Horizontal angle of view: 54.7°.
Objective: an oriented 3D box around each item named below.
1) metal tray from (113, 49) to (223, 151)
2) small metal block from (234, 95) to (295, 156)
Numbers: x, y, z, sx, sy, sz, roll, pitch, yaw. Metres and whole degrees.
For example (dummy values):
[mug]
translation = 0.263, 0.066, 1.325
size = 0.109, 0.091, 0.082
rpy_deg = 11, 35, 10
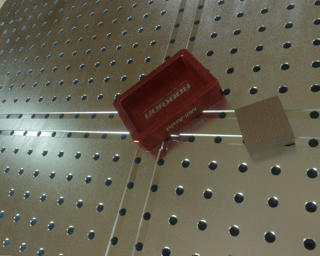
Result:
[metal tray]
translation = 0.008, -0.040, 0.425
size = 0.130, 0.030, 0.090
rpy_deg = -36, 51, 3
[small metal block]
translation = 0.117, -0.003, 0.349
size = 0.050, 0.025, 0.050
rpy_deg = -19, 54, 17
